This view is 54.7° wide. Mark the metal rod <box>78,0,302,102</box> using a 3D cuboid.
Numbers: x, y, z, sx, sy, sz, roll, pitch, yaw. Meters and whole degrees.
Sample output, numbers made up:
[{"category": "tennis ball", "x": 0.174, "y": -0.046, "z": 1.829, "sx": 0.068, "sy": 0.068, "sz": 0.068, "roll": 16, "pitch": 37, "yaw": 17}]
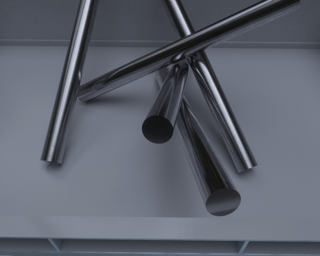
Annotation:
[{"category": "metal rod", "x": 0.017, "y": -0.095, "z": 0.390, "sx": 0.300, "sy": 0.025, "sz": 0.025, "roll": -19, "pitch": 46, "yaw": 23}]

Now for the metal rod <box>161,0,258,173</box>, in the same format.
[{"category": "metal rod", "x": 0.051, "y": -0.086, "z": 0.403, "sx": 0.025, "sy": 0.025, "sz": 0.299, "roll": -18, "pitch": 76, "yaw": -15}]

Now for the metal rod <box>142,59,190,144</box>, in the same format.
[{"category": "metal rod", "x": 0.022, "y": -0.062, "z": 0.378, "sx": 0.025, "sy": 0.025, "sz": 0.301, "roll": 8, "pitch": 26, "yaw": 6}]

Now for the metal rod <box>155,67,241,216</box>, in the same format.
[{"category": "metal rod", "x": 0.024, "y": -0.017, "z": 0.346, "sx": 0.025, "sy": 0.025, "sz": 0.300, "roll": -6, "pitch": 28, "yaw": -5}]

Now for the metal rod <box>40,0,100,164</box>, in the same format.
[{"category": "metal rod", "x": -0.108, "y": -0.102, "z": 0.408, "sx": 0.025, "sy": 0.025, "sz": 0.299, "roll": 8, "pitch": 76, "yaw": 6}]
